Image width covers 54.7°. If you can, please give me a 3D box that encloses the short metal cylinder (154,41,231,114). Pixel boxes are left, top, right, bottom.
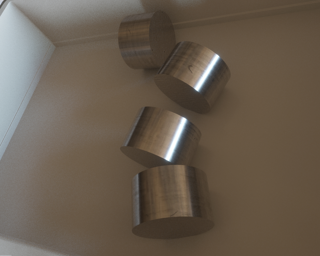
[{"bbox_3d":[0.040,-0.061,0.386,0.080,0.080,0.050,24,75,36],"label":"short metal cylinder"}]

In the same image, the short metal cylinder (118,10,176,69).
[{"bbox_3d":[-0.017,-0.128,0.456,0.050,0.080,0.080,2,63,29],"label":"short metal cylinder"}]

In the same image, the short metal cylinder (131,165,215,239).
[{"bbox_3d":[0.011,0.078,0.316,0.080,0.080,0.050,-17,55,18],"label":"short metal cylinder"}]

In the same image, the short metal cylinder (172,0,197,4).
[{"bbox_3d":[0.044,-0.260,0.527,0.080,0.050,0.080,-13,56,20],"label":"short metal cylinder"}]

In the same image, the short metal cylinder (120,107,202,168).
[{"bbox_3d":[0.001,0.018,0.358,0.080,0.080,0.050,11,68,32],"label":"short metal cylinder"}]
